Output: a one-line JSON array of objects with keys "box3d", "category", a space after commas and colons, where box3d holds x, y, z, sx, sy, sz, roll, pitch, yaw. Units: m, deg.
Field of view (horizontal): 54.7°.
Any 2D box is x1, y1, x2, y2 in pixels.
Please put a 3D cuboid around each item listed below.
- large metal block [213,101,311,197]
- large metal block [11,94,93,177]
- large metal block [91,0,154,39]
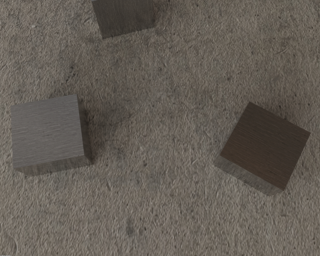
[{"box3d": [0.124, 0.027, 0.386, 0.080, 0.050, 0.080, 30, 73, 10], "category": "large metal block"}, {"box3d": [-0.135, 0.010, 0.390, 0.081, 0.050, 0.080, -11, 70, -4], "category": "large metal block"}, {"box3d": [-0.056, -0.181, 0.444, 0.081, 0.080, 0.050, -15, 71, -6], "category": "large metal block"}]
